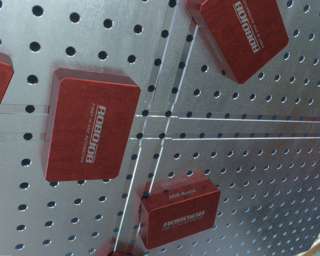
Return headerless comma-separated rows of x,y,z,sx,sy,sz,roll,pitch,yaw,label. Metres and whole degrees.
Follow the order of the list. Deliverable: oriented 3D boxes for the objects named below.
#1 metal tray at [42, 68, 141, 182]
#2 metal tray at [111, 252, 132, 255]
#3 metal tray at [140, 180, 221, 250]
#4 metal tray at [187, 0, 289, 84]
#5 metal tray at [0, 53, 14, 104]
-0.083,0.001,0.364,0.091,0.030,0.129,3,117,-30,metal tray
-0.083,0.279,0.537,0.130,0.030,0.090,-48,129,6,metal tray
0.033,0.144,0.517,0.131,0.030,0.089,-10,123,-23,metal tray
0.102,-0.129,0.386,0.090,0.030,0.130,-42,130,0,metal tray
-0.204,-0.020,0.283,0.091,0.030,0.129,20,108,-36,metal tray
